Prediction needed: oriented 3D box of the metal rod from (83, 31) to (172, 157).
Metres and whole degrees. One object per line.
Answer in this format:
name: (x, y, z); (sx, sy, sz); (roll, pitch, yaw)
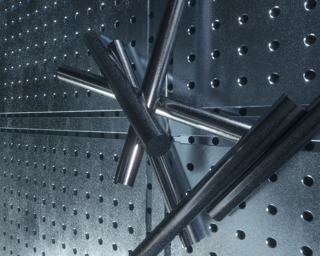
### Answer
metal rod: (-0.057, -0.065, 0.393); (0.025, 0.025, 0.300); (-62, 36, 22)

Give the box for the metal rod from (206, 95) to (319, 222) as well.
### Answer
metal rod: (0.144, -0.008, 0.290); (0.299, 0.025, 0.025); (-52, 60, 27)

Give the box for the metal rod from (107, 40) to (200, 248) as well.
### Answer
metal rod: (-0.015, 0.009, 0.422); (0.025, 0.025, 0.299); (-34, 69, 35)

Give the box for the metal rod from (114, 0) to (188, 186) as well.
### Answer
metal rod: (0.000, -0.080, 0.369); (0.025, 0.025, 0.299); (13, 86, 39)

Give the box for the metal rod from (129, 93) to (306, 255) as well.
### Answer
metal rod: (0.040, 0.083, 0.346); (0.299, 0.025, 0.025); (-52, 60, 24)

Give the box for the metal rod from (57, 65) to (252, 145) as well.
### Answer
metal rod: (-0.025, -0.038, 0.403); (0.300, 0.025, 0.025); (21, 103, 29)
